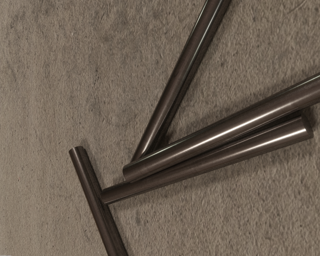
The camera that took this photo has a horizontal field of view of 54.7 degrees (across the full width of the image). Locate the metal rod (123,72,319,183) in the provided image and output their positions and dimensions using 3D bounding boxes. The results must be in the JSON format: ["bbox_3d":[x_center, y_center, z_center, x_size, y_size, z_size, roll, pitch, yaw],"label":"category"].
[{"bbox_3d":[0.074,0.000,0.327,0.299,0.025,0.025,-28,73,31],"label":"metal rod"}]

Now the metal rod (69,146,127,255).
[{"bbox_3d":[-0.076,0.161,0.464,0.025,0.025,0.299,-41,66,32],"label":"metal rod"}]

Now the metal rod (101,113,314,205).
[{"bbox_3d":[0.030,0.050,0.378,0.299,0.025,0.025,-26,74,36],"label":"metal rod"}]

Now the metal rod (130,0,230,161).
[{"bbox_3d":[0.030,-0.072,0.378,0.025,0.025,0.298,39,113,33],"label":"metal rod"}]
